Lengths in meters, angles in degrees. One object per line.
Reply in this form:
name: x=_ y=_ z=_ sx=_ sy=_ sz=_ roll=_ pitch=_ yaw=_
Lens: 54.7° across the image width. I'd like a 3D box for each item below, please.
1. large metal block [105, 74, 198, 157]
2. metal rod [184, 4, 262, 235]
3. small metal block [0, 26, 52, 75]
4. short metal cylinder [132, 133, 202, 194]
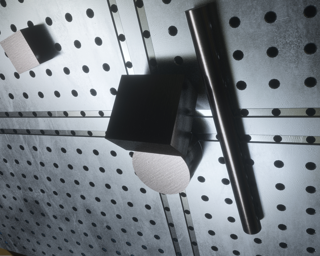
large metal block: x=-0.008 y=-0.015 z=0.361 sx=0.080 sy=0.080 sz=0.050 roll=4 pitch=162 yaw=25
metal rod: x=0.082 y=0.008 z=0.371 sx=0.025 sy=0.025 sz=0.298 roll=-5 pitch=116 yaw=30
small metal block: x=-0.191 y=-0.110 z=0.441 sx=0.050 sy=0.025 sz=0.050 roll=-13 pitch=112 yaw=33
short metal cylinder: x=0.010 y=0.041 z=0.414 sx=0.080 sy=0.050 sz=0.079 roll=13 pitch=124 yaw=20
